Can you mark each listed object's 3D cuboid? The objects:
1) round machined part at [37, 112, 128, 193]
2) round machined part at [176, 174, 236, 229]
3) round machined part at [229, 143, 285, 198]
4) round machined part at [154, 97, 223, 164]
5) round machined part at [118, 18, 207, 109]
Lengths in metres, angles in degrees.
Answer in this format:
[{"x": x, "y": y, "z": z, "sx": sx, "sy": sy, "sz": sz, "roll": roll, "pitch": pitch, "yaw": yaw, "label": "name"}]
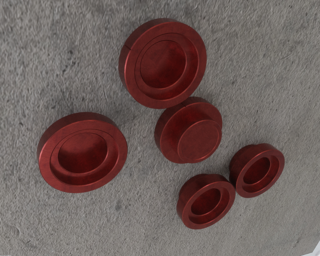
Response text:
[{"x": -0.091, "y": 0.025, "z": 0.361, "sx": 0.099, "sy": 0.042, "sz": 0.097, "roll": -14, "pitch": 124, "yaw": -21, "label": "round machined part"}, {"x": 0.070, "y": 0.114, "z": 0.504, "sx": 0.099, "sy": 0.042, "sz": 0.097, "roll": -14, "pitch": 124, "yaw": -21, "label": "round machined part"}, {"x": 0.157, "y": 0.067, "z": 0.523, "sx": 0.099, "sy": 0.042, "sz": 0.097, "roll": -14, "pitch": 124, "yaw": -21, "label": "round machined part"}, {"x": 0.045, "y": 0.009, "z": 0.426, "sx": 0.099, "sy": 0.042, "sz": 0.097, "roll": -14, "pitch": 124, "yaw": -21, "label": "round machined part"}, {"x": 0.000, "y": -0.074, "z": 0.350, "sx": 0.099, "sy": 0.042, "sz": 0.097, "roll": -14, "pitch": 124, "yaw": -21, "label": "round machined part"}]
